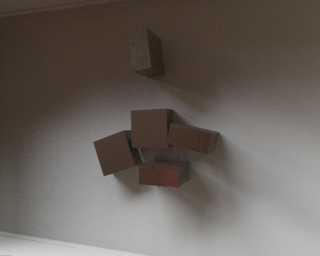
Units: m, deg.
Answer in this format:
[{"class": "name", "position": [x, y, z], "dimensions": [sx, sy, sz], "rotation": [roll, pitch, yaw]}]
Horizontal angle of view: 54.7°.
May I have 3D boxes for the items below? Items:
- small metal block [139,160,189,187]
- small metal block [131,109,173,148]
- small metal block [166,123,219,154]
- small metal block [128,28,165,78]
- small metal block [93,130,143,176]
[{"class": "small metal block", "position": [0.006, 0.057, 0.395], "dimensions": [0.050, 0.050, 0.025], "rotation": [0, 90, 20]}, {"class": "small metal block", "position": [-0.010, 0.001, 0.414], "dimensions": [0.050, 0.025, 0.050], "rotation": [-2, 89, 20]}, {"class": "small metal block", "position": [0.042, 0.012, 0.382], "dimensions": [0.050, 0.050, 0.025], "rotation": [14, 95, 19]}, {"class": "small metal block", "position": [-0.017, -0.096, 0.403], "dimensions": [0.025, 0.050, 0.050], "rotation": [-8, 87, 20]}, {"class": "small metal block", "position": [-0.058, 0.035, 0.431], "dimensions": [0.050, 0.025, 0.050], "rotation": [-21, 83, 18]}]
